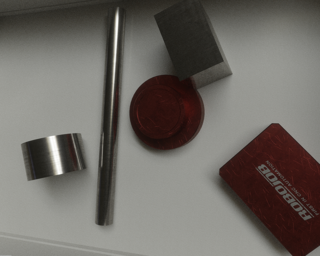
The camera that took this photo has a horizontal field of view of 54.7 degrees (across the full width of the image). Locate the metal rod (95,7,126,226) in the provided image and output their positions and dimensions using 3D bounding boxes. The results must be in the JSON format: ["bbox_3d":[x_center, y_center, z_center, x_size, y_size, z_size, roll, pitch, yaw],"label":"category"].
[{"bbox_3d":[-0.069,-0.015,0.433,0.025,0.025,0.298,4,91,19],"label":"metal rod"}]

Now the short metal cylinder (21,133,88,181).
[{"bbox_3d":[-0.146,0.040,0.431,0.080,0.080,0.050,-14,86,19],"label":"short metal cylinder"}]

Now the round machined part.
[{"bbox_3d":[0.005,-0.020,0.399,0.098,0.042,0.097,0,90,19],"label":"round machined part"}]

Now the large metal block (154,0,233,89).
[{"bbox_3d":[0.043,-0.096,0.366,0.050,0.080,0.080,-23,83,18],"label":"large metal block"}]

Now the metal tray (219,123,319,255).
[{"bbox_3d":[0.145,0.069,0.357,0.090,0.030,0.130,-45,77,14],"label":"metal tray"}]
